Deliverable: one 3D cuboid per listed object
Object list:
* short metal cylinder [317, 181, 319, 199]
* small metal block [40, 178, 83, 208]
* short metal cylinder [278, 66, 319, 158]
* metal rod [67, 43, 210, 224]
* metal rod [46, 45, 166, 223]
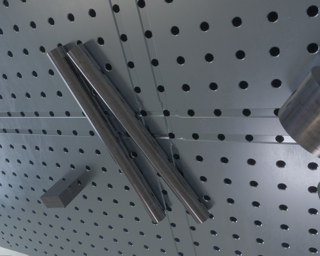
[{"bbox_3d":[0.208,0.063,0.305,0.080,0.080,0.050,28,128,11],"label":"short metal cylinder"},{"bbox_3d":[-0.178,0.119,0.562,0.050,0.050,0.025,-11,113,33],"label":"small metal block"},{"bbox_3d":[0.159,-0.013,0.284,0.080,0.080,0.050,32,129,7],"label":"short metal cylinder"},{"bbox_3d":[-0.024,0.015,0.432,0.025,0.025,0.299,-29,103,37],"label":"metal rod"},{"bbox_3d":[-0.072,0.019,0.460,0.025,0.025,0.299,-18,109,35],"label":"metal rod"}]
